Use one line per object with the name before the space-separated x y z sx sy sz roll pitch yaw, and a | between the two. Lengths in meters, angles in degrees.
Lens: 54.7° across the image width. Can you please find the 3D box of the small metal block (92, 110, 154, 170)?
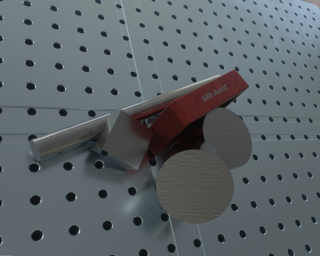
small metal block | -0.041 0.015 0.356 0.050 0.025 0.050 36 65 -29

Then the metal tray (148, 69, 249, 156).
metal tray | 0.046 -0.021 0.399 0.131 0.090 0.030 -30 79 -38

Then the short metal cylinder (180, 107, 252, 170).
short metal cylinder | 0.074 0.019 0.409 0.081 0.050 0.080 13 64 -28

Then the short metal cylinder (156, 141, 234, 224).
short metal cylinder | 0.038 0.058 0.345 0.080 0.080 0.050 40 9 -1

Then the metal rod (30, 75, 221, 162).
metal rod | -0.017 -0.025 0.409 0.302 0.025 0.025 -24 75 -36
